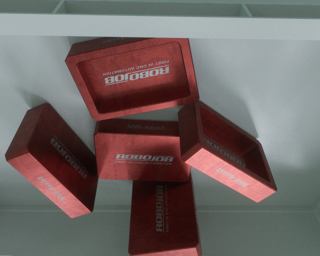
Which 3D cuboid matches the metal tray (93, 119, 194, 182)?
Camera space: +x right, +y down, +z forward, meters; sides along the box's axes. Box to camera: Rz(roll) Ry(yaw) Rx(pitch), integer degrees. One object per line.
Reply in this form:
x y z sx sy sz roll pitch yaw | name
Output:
-0.021 0.033 0.430 0.131 0.030 0.089 2 130 -3 | metal tray

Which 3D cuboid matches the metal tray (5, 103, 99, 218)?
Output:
-0.128 0.043 0.399 0.030 0.090 0.130 -20 128 14 | metal tray

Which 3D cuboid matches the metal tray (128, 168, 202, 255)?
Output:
0.006 0.121 0.439 0.090 0.130 0.030 -10 130 7 | metal tray

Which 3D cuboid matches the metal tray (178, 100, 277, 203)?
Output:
0.083 0.028 0.388 0.131 0.090 0.030 31 124 -24 | metal tray

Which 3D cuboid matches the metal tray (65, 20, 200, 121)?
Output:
-0.027 -0.061 0.351 0.131 0.030 0.090 -10 130 8 | metal tray
